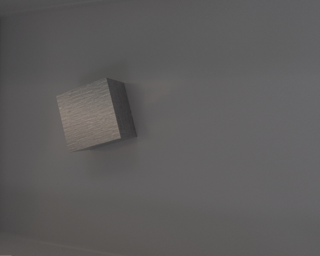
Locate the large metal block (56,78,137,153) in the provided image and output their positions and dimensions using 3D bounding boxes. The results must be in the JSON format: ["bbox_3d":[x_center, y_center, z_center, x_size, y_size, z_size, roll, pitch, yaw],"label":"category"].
[{"bbox_3d":[-0.087,-0.016,0.428,0.080,0.050,0.080,-16,85,19],"label":"large metal block"}]
